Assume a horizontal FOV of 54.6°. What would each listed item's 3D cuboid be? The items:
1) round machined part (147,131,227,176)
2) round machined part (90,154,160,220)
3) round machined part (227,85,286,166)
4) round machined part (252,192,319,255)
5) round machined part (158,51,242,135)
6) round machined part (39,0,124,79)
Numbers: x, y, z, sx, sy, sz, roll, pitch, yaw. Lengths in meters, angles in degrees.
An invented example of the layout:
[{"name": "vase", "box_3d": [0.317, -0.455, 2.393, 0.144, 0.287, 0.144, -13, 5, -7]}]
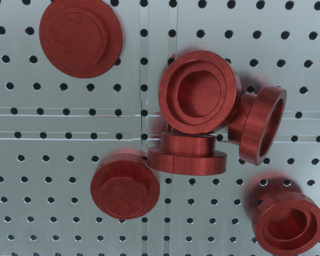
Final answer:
[{"name": "round machined part", "box_3d": [0.034, 0.028, 0.387, 0.099, 0.098, 0.042, 4, 94, -2]}, {"name": "round machined part", "box_3d": [-0.049, 0.089, 0.437, 0.099, 0.042, 0.097, 0, 110, 0]}, {"name": "round machined part", "box_3d": [0.117, -0.006, 0.382, 0.042, 0.099, 0.097, 21, 113, 28]}, {"name": "round machined part", "box_3d": [0.184, 0.135, 0.455, 0.099, 0.042, 0.097, 0, 110, 0]}, {"name": "round machined part", "box_3d": [0.050, -0.039, 0.373, 0.098, 0.042, 0.098, -3, 85, 31]}, {"name": "round machined part", "box_3d": [-0.093, -0.106, 0.364, 0.099, 0.042, 0.097, 0, 110, 0]}]
